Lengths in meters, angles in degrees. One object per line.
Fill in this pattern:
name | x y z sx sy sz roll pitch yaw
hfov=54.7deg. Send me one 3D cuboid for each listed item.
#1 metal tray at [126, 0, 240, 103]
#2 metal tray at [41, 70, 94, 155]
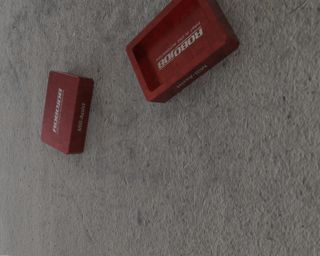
metal tray | 0.021 -0.101 0.383 0.130 0.030 0.090 -35 69 34
metal tray | -0.163 -0.029 0.536 0.090 0.030 0.129 18 102 38
